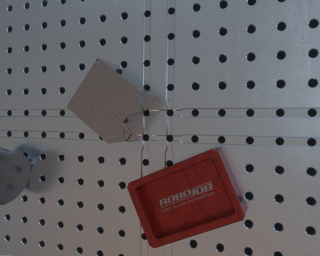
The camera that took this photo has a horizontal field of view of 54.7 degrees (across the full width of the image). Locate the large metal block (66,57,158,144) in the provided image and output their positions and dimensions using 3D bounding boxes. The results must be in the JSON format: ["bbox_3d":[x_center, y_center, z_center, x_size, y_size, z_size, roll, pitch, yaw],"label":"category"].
[{"bbox_3d":[-0.065,-0.036,0.422,0.080,0.050,0.080,39,102,15],"label":"large metal block"}]

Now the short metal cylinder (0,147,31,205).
[{"bbox_3d":[-0.247,0.070,0.470,0.050,0.080,0.080,15,95,19],"label":"short metal cylinder"}]

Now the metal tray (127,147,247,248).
[{"bbox_3d":[0.033,0.090,0.398,0.130,0.030,0.090,-25,82,18],"label":"metal tray"}]
